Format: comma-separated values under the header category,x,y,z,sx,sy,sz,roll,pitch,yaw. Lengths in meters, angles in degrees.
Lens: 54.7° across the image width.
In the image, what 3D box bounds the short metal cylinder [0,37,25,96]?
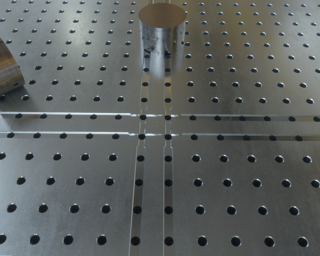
category,x,y,z,sx,sy,sz,roll,pitch,yaw
short metal cylinder,-0.238,-0.087,0.442,0.050,0.080,0.080,-33,58,-25

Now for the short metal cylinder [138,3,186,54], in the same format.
category,x,y,z,sx,sy,sz,roll,pitch,yaw
short metal cylinder,0.004,-0.174,0.537,0.081,0.050,0.080,0,50,0
